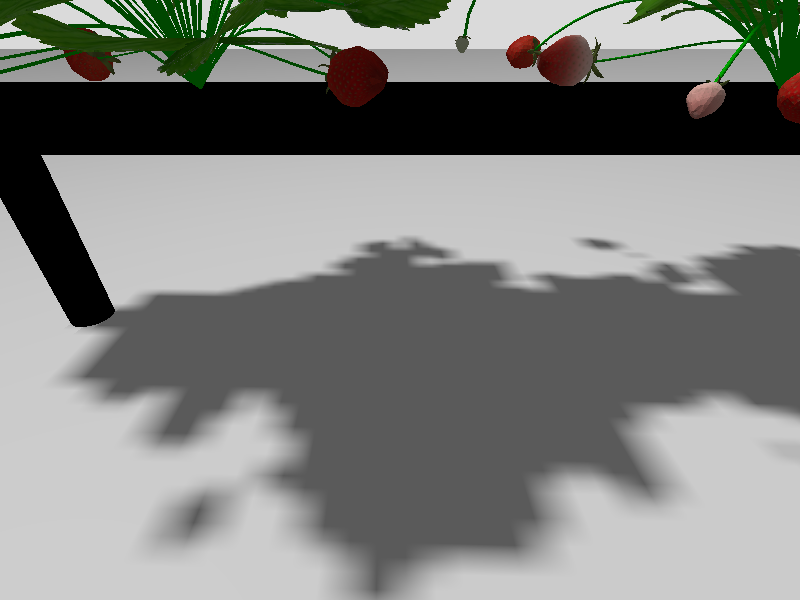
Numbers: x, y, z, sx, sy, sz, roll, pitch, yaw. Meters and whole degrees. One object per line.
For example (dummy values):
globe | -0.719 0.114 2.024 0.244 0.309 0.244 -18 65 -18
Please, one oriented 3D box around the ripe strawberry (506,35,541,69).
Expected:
ripe strawberry | 0.146 -0.297 0.480 0.039 0.033 0.039 -21 34 -28

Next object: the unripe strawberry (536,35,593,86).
unripe strawberry | 0.125 -0.181 0.304 0.039 0.033 0.039 0 33 2

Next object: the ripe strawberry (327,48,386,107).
ripe strawberry | -0.022 -0.118 0.213 0.028 0.028 0.031 24 40 31

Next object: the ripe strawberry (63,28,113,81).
ripe strawberry | -0.274 -0.214 0.350 0.038 0.040 0.035 15 36 22

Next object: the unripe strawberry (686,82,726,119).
unripe strawberry | 0.145 -0.095 0.192 0.015 0.016 0.016 31 -9 38

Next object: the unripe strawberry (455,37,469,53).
unripe strawberry | 0.051 -0.210 0.330 0.011 0.011 0.010 5 34 8

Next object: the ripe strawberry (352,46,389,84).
ripe strawberry | -0.021 -0.136 0.241 0.027 0.028 0.025 17 37 23

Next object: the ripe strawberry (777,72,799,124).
ripe strawberry | 0.176 -0.086 0.168 0.027 0.024 0.024 22 46 30
